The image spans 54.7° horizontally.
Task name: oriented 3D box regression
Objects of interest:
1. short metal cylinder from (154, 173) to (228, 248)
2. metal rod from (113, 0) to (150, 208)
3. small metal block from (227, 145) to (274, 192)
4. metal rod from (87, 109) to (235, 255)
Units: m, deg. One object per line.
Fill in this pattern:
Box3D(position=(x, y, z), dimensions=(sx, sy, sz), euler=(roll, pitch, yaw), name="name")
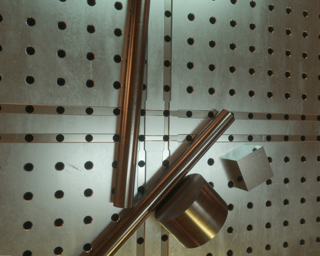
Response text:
Box3D(position=(0.040, 0.105, 0.400), dimensions=(0.080, 0.080, 0.050), euler=(-45, 105, -15), name="short metal cylinder")
Box3D(position=(-0.035, -0.049, 0.400), dimensions=(0.025, 0.025, 0.298), euler=(5, 88, -20), name="metal rod")
Box3D(position=(0.136, 0.059, 0.465), dimensions=(0.050, 0.025, 0.050), euler=(-25, 99, -19), name="small metal block")
Box3D(position=(-0.003, 0.086, 0.412), dimensions=(0.301, 0.025, 0.025), euler=(-46, 105, -15), name="metal rod")
